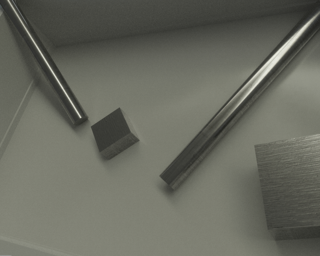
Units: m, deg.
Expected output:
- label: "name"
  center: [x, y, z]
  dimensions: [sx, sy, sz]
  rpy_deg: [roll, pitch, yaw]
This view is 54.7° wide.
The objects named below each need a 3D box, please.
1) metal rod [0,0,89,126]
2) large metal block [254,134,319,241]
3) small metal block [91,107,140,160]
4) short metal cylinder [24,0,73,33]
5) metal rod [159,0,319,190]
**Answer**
- label: "metal rod"
  center: [-0.203, -0.133, 0.505]
  dimensions: [0.025, 0.025, 0.299]
  rpy_deg: [-35, 79, 5]
- label: "large metal block"
  center: [0.138, 0.054, 0.284]
  dimensions: [0.080, 0.050, 0.080]
  rpy_deg: [-12, 57, 21]
- label: "small metal block"
  center: [-0.063, 0.007, 0.433]
  dimensions: [0.050, 0.025, 0.050]
  rpy_deg: [-33, 52, 6]
- label: "short metal cylinder"
  center: [-0.227, -0.237, 0.634]
  dimensions: [0.050, 0.080, 0.080]
  rpy_deg: [15, 70, 34]
- label: "metal rod"
  center: [0.110, -0.046, 0.375]
  dimensions: [0.300, 0.025, 0.025]
  rpy_deg: [-47, 52, -6]
